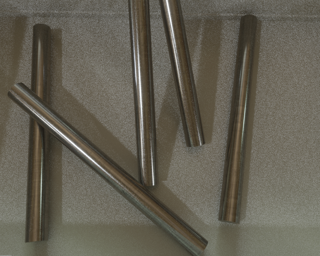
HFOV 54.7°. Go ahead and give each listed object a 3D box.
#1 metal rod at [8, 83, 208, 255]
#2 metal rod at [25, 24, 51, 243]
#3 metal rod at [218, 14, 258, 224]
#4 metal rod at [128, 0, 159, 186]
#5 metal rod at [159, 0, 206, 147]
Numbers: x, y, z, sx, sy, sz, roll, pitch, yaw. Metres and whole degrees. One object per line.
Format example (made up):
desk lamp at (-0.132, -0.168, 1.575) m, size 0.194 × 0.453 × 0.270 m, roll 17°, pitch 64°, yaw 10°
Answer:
metal rod at (-0.068, 0.047, 0.376) m, size 0.300 × 0.025 × 0.025 m, roll 39°, pitch 74°, yaw 7°
metal rod at (-0.159, -0.008, 0.410) m, size 0.025 × 0.025 × 0.299 m, roll -6°, pitch 70°, yaw -3°
metal rod at (0.109, -0.026, 0.420) m, size 0.025 × 0.025 × 0.299 m, roll 10°, pitch 70°, yaw 3°
metal rod at (-0.022, -0.079, 0.374) m, size 0.025 × 0.025 × 0.298 m, roll -3°, pitch 95°, yaw -2°
metal rod at (0.018, -0.122, 0.379) m, size 0.025 × 0.025 × 0.298 m, roll -12°, pitch 100°, yaw -5°
